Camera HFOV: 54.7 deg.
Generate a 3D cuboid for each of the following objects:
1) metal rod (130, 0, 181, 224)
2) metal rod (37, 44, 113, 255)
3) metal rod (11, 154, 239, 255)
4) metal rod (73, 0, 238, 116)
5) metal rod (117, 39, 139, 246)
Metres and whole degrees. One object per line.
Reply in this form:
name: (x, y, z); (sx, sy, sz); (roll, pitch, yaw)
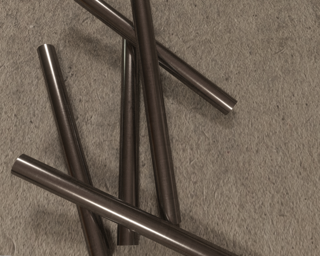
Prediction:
metal rod: (-0.007, -0.033, 0.389); (0.025, 0.025, 0.298); (-7, 82, -3)
metal rod: (-0.115, 0.019, 0.399); (0.025, 0.025, 0.299); (-18, 71, -7)
metal rod: (-0.020, 0.105, 0.344); (0.301, 0.025, 0.025); (26, 72, -1)
metal rod: (-0.022, -0.118, 0.427); (0.300, 0.025, 0.025); (38, 74, 3)
metal rod: (-0.040, -0.005, 0.409); (0.025, 0.025, 0.299); (-1, 70, -1)
